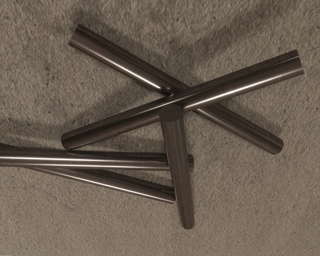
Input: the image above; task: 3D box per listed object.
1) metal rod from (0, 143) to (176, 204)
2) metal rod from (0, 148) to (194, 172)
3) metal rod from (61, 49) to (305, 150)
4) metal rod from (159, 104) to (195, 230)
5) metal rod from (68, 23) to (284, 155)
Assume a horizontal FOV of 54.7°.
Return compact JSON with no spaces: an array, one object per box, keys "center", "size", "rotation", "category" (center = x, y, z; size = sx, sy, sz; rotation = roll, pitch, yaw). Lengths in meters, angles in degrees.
[{"center":[-0.117,0.068,0.463],"size":[0.302,0.025,0.025],"rotation":[17,128,-15],"category":"metal rod"},{"center":[-0.103,0.044,0.426],"size":[0.302,0.025,0.025],"rotation":[3,130,-10],"category":"metal rod"},{"center":[0.004,-0.022,0.357],"size":[0.300,0.025,0.025],"rotation":[-18,129,26],"category":"metal rod"},{"center":[0.031,0.077,0.438],"size":[0.025,0.025,0.299],"rotation":[-6,141,5],"category":"metal rod"},{"center":[0.036,-0.036,0.377],"size":[0.302,0.025,0.025],"rotation":[26,125,-21],"category":"metal rod"}]
